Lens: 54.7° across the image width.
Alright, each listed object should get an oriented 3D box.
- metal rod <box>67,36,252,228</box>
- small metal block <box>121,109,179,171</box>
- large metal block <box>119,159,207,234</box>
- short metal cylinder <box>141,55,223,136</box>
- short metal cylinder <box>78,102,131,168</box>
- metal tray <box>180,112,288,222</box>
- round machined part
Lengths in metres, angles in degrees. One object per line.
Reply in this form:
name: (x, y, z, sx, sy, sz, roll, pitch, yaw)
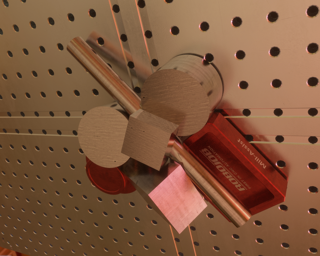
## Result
metal rod: (-0.006, -0.001, 0.377, 0.300, 0.025, 0.025, 46, 130, 8)
small metal block: (-0.012, 0.013, 0.352, 0.050, 0.025, 0.050, 24, 119, 14)
large metal block: (0.003, 0.077, 0.402, 0.080, 0.050, 0.080, 26, 154, 55)
short metal cylinder: (0.026, -0.038, 0.354, 0.080, 0.050, 0.079, 13, 124, 21)
short metal cylinder: (-0.060, 0.007, 0.412, 0.080, 0.050, 0.079, 4, 103, 19)
metal tray: (0.082, 0.054, 0.393, 0.130, 0.030, 0.090, 45, 129, -4)
round machined part: (-0.073, 0.062, 0.471, 0.098, 0.042, 0.097, 13, 124, 21)
